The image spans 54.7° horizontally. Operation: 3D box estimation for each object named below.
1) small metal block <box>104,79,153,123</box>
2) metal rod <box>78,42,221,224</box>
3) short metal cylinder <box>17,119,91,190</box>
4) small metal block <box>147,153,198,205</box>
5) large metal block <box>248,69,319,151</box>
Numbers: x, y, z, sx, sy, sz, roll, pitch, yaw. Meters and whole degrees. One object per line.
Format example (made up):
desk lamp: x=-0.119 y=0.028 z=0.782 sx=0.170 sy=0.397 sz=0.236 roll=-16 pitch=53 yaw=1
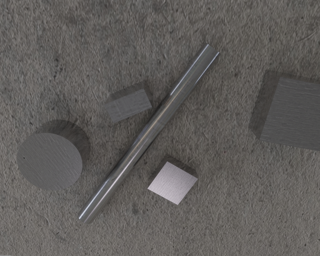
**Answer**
small metal block: x=-0.037 y=-0.034 z=0.384 sx=0.050 sy=0.050 sz=0.025 roll=-22 pitch=109 yaw=7
metal rod: x=-0.023 y=0.017 z=0.415 sx=0.025 sy=0.025 sz=0.299 roll=34 pitch=106 yaw=-12
short metal cylinder: x=-0.137 y=0.034 z=0.408 sx=0.081 sy=0.050 sz=0.079 roll=0 pitch=110 yaw=0
small metal block: x=0.017 y=0.072 z=0.437 sx=0.050 sy=0.025 sz=0.050 roll=31 pitch=107 yaw=-11
large metal block: x=0.168 y=-0.023 z=0.390 sx=0.081 sy=0.050 sz=0.079 roll=10 pitch=110 yaw=-4
